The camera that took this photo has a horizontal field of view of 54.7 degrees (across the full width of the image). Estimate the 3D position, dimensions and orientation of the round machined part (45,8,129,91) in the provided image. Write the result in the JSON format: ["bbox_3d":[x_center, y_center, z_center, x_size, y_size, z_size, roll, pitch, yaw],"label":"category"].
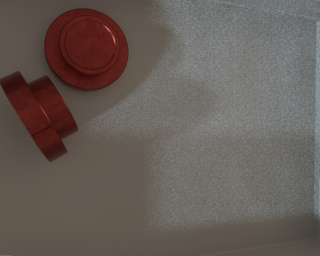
[{"bbox_3d":[-0.085,-0.094,0.370,0.099,0.042,0.097,0,90,-20],"label":"round machined part"}]

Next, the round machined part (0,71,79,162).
[{"bbox_3d":[-0.122,-0.016,0.327,0.042,0.098,0.098,-31,101,-17],"label":"round machined part"}]
